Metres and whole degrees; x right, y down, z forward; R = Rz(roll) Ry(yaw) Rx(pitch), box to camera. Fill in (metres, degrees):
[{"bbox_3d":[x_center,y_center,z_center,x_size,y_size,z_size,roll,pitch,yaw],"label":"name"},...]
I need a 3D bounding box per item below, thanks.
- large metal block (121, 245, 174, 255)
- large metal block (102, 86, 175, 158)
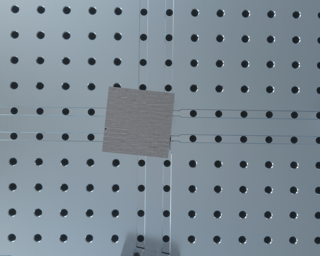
[{"bbox_3d":[-0.019,0.208,0.401,0.080,0.050,0.080,13,90,-1],"label":"large metal block"},{"bbox_3d":[-0.026,-0.007,0.401,0.081,0.050,0.079,6,90,-1],"label":"large metal block"}]
